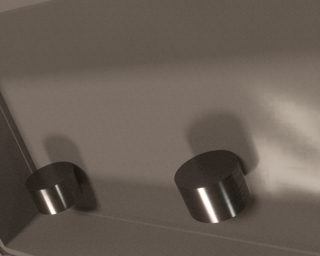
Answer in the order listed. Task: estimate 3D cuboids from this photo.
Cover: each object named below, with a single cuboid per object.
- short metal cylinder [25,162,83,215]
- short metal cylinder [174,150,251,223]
[{"bbox_3d":[-0.178,0.100,0.526,0.080,0.080,0.050,1,119,27],"label":"short metal cylinder"},{"bbox_3d":[0.064,0.070,0.382,0.080,0.080,0.050,-12,113,33],"label":"short metal cylinder"}]
